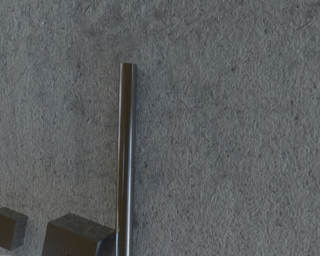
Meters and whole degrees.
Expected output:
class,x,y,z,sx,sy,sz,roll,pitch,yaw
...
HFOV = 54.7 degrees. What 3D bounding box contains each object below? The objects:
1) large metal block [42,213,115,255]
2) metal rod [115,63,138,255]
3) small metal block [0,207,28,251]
class,x,y,z,sx,sy,sz,roll,pitch,yaw
large metal block,-0.116,0.177,0.437,0.080,0.050,0.080,14,95,19
metal rod,-0.047,0.063,0.425,0.025,0.025,0.298,2,91,20
small metal block,-0.244,0.160,0.495,0.050,0.025,0.050,14,95,19
